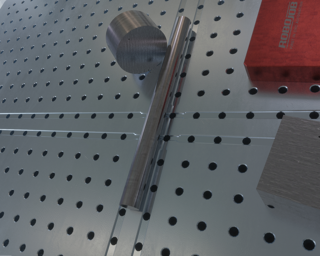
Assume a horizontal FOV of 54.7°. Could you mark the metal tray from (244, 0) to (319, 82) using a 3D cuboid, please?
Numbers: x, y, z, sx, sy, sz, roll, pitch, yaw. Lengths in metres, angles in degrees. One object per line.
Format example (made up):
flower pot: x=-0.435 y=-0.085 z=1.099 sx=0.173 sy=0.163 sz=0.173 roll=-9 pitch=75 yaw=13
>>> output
metal tray: x=0.167 y=-0.121 z=0.391 sx=0.090 sy=0.030 sz=0.130 roll=7 pitch=65 yaw=31

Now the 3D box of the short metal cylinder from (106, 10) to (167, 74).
short metal cylinder: x=-0.036 y=-0.130 z=0.472 sx=0.080 sy=0.080 sz=0.050 roll=-35 pitch=51 yaw=5

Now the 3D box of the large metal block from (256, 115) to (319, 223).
large metal block: x=0.147 y=0.041 z=0.290 sx=0.080 sy=0.050 sz=0.080 roll=15 pitch=69 yaw=34

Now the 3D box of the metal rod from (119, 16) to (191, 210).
metal rod: x=0.000 y=-0.037 z=0.430 sx=0.025 sy=0.025 sz=0.300 roll=1 pitch=62 yaw=29
